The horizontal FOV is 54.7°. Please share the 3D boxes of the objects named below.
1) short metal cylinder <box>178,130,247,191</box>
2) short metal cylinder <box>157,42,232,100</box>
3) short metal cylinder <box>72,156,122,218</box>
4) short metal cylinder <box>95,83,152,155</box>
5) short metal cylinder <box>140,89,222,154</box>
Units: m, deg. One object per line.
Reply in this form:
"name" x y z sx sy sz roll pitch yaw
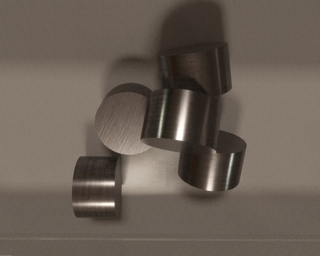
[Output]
"short metal cylinder" 0.066 0.038 0.397 0.081 0.080 0.050 5 110 -2
"short metal cylinder" 0.040 -0.067 0.358 0.080 0.080 0.050 -9 110 3
"short metal cylinder" -0.080 0.077 0.409 0.050 0.080 0.079 1 110 -1
"short metal cylinder" -0.038 -0.013 0.393 0.081 0.050 0.079 0 110 -1
"short metal cylinder" 0.023 -0.004 0.331 0.081 0.080 0.050 11 78 -5
